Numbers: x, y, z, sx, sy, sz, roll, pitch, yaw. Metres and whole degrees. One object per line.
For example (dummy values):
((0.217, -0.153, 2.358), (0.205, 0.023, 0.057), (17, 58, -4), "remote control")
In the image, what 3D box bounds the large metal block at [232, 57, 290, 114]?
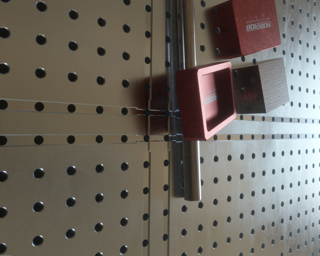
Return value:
((0.178, -0.074, 0.542), (0.081, 0.050, 0.080), (-22, 104, -38), "large metal block")

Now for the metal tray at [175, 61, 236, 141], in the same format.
((0.069, -0.042, 0.433), (0.131, 0.030, 0.089), (-27, 112, -56), "metal tray")

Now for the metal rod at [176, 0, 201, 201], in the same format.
((0.041, -0.046, 0.443), (0.025, 0.025, 0.298), (-4, 93, -40), "metal rod")

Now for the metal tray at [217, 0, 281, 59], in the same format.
((0.159, -0.177, 0.538), (0.131, 0.030, 0.089), (-23, 105, -38), "metal tray")
